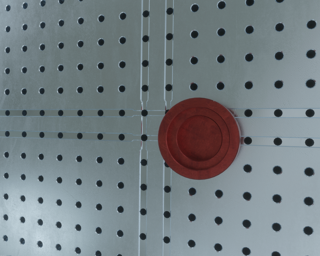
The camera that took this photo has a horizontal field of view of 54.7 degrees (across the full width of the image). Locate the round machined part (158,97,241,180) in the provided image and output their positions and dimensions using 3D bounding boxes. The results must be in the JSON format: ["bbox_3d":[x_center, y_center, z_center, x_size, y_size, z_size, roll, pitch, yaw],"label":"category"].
[{"bbox_3d":[0.051,0.012,0.385,0.098,0.042,0.097,0,90,19],"label":"round machined part"}]
